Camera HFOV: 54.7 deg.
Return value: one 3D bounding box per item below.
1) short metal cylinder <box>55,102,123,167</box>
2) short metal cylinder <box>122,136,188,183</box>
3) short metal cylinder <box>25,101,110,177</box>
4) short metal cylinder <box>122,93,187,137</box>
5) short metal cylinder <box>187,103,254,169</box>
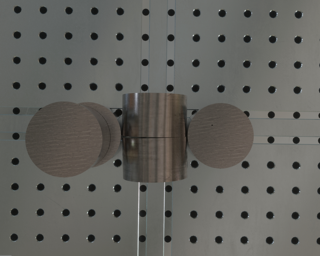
[{"bbox_3d":[-0.088,0.008,0.400,0.081,0.050,0.079,0,90,-1],"label":"short metal cylinder"},{"bbox_3d":[-0.006,0.036,0.385,0.081,0.080,0.050,-1,90,0],"label":"short metal cylinder"},{"bbox_3d":[-0.100,0.012,0.348,0.081,0.050,0.079,0,90,0],"label":"short metal cylinder"},{"bbox_3d":[-0.007,-0.015,0.386,0.081,0.080,0.050,1,91,0],"label":"short metal cylinder"},{"bbox_3d":[0.074,0.009,0.401,0.081,0.050,0.079,0,90,-1],"label":"short metal cylinder"}]
